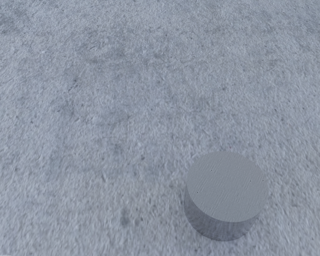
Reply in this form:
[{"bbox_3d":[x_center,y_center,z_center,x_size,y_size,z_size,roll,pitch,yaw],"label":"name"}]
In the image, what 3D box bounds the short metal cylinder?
[{"bbox_3d":[0.067,0.071,0.328,0.081,0.050,0.080,0,50,0],"label":"short metal cylinder"}]
